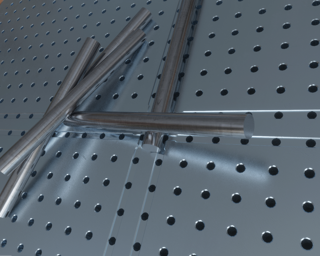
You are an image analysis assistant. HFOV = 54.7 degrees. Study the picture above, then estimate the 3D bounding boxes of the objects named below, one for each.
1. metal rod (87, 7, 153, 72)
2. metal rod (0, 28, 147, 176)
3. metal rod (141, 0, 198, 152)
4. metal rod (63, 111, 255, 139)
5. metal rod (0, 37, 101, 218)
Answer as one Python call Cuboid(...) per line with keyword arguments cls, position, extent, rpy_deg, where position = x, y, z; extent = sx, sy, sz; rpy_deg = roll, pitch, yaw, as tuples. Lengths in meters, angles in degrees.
Cuboid(cls="metal rod", position=(-0.116, -0.086, 0.519), extent=(0.025, 0.025, 0.300), rpy_deg=(33, 79, 38))
Cuboid(cls="metal rod", position=(-0.125, -0.050, 0.472), extent=(0.025, 0.025, 0.301), rpy_deg=(26, 66, 36))
Cuboid(cls="metal rod", position=(0.022, -0.106, 0.460), extent=(0.025, 0.025, 0.300), rpy_deg=(0, 62, 28))
Cuboid(cls="metal rod", position=(-0.029, -0.008, 0.396), extent=(0.300, 0.025, 0.025), rpy_deg=(3, 63, 40))
Cuboid(cls="metal rod", position=(-0.171, -0.007, 0.478), extent=(0.025, 0.025, 0.299), rpy_deg=(19, 78, 35))
